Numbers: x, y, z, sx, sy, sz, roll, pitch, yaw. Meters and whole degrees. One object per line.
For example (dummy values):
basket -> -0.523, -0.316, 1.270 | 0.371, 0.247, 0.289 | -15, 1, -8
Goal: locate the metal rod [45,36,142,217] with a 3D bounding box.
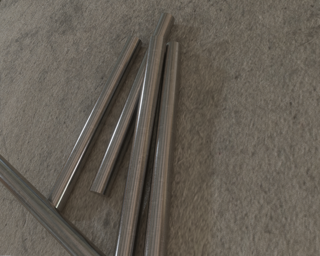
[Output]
metal rod -> -0.094, -0.014, 0.459 | 0.025, 0.025, 0.300 | 9, 66, 31

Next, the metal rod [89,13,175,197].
metal rod -> -0.033, -0.048, 0.448 | 0.025, 0.025, 0.300 | 5, 64, 30

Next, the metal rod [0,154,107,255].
metal rod -> -0.135, 0.108, 0.377 | 0.300, 0.025, 0.025 | 31, 79, 28

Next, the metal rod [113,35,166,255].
metal rod -> -0.021, 0.008, 0.395 | 0.025, 0.025, 0.299 | -5, 63, 25

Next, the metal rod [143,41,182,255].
metal rod -> 0.007, 0.009, 0.393 | 0.025, 0.025, 0.299 | -8, 58, 23
